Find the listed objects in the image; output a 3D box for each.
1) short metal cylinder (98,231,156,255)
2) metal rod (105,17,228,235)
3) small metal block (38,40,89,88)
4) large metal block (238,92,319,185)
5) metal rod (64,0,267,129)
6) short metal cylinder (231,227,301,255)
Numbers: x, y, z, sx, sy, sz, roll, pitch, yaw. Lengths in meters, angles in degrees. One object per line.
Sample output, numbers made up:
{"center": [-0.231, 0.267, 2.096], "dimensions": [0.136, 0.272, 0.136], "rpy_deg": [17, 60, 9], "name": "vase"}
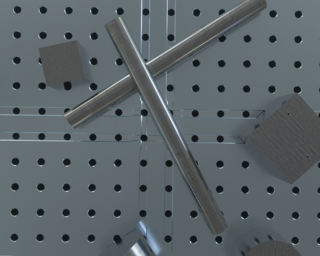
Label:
{"center": [-0.044, 0.175, 0.386], "dimensions": [0.080, 0.080, 0.050], "rpy_deg": [-33, 90, 0], "name": "short metal cylinder"}
{"center": [0.012, 0.003, 0.396], "dimensions": [0.025, 0.025, 0.299], "rpy_deg": [-27, 97, 0], "name": "metal rod"}
{"center": [-0.127, -0.084, 0.412], "dimensions": [0.050, 0.025, 0.050], "rpy_deg": [-12, 90, 0], "name": "small metal block"}
{"center": [0.163, 0.013, 0.402], "dimensions": [0.080, 0.050, 0.080], "rpy_deg": [-42, 90, 0], "name": "large metal block"}
{"center": [0.008, -0.090, 0.413], "dimensions": [0.301, 0.025, 0.025], "rpy_deg": [-32, 90, 0], "name": "metal rod"}
{"center": [0.138, 0.177, 0.402], "dimensions": [0.081, 0.050, 0.080], "rpy_deg": [0, 90, 0], "name": "short metal cylinder"}
